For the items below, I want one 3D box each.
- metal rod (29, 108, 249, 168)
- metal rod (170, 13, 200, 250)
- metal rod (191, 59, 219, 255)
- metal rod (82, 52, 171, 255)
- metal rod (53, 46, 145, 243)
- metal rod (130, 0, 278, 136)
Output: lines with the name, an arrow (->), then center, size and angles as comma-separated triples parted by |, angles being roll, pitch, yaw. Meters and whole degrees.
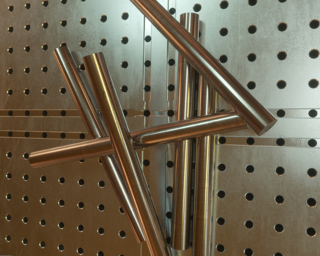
metal rod -> -0.041, 0.017, 0.399 | 0.300, 0.025, 0.025 | -12, 86, 19
metal rod -> 0.032, 0.005, 0.401 | 0.025, 0.025, 0.298 | 3, 91, 20
metal rod -> 0.056, 0.064, 0.393 | 0.025, 0.025, 0.298 | 2, 91, 20
metal rod -> -0.033, 0.057, 0.381 | 0.025, 0.025, 0.299 | -13, 102, 19
metal rod -> -0.084, 0.017, 0.442 | 0.025, 0.025, 0.299 | -29, 81, 18
metal rod -> 0.025, -0.108, 0.376 | 0.025, 0.025, 0.300 | -45, 66, 14
